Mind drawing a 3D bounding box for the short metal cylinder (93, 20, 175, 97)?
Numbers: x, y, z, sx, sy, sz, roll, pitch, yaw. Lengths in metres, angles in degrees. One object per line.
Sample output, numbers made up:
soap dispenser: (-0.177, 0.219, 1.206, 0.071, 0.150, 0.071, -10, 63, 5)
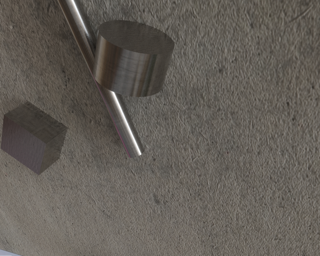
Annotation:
short metal cylinder: (-0.030, -0.077, 0.338, 0.080, 0.080, 0.050, 26, 127, 11)

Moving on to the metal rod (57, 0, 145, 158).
metal rod: (-0.086, -0.094, 0.392, 0.025, 0.025, 0.299, -8, 115, 31)

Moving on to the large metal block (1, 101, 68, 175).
large metal block: (-0.207, 0.017, 0.508, 0.080, 0.050, 0.079, 33, 129, 6)
